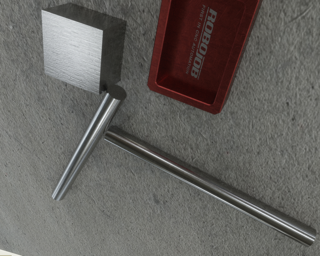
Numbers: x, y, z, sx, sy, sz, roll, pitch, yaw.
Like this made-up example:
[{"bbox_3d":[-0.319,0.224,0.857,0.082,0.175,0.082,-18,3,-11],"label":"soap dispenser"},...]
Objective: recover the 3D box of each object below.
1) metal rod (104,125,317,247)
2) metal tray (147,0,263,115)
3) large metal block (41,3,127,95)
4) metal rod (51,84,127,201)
[{"bbox_3d":[0.059,0.073,0.419,0.301,0.025,0.025,27,128,11],"label":"metal rod"},{"bbox_3d":[0.042,-0.087,0.326,0.090,0.030,0.129,23,127,14],"label":"metal tray"},{"bbox_3d":[-0.092,-0.097,0.377,0.080,0.050,0.079,22,127,14],"label":"large metal block"},{"bbox_3d":[-0.122,0.041,0.480,0.025,0.025,0.298,40,133,1],"label":"metal rod"}]
